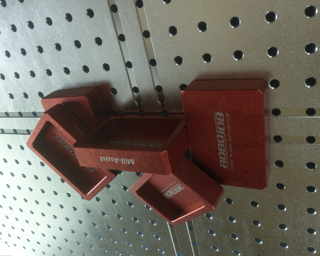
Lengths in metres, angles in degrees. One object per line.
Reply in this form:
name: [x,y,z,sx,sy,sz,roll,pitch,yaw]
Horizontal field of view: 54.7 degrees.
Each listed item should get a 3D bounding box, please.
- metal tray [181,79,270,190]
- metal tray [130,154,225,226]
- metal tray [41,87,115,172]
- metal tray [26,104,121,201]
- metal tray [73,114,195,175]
metal tray: [0.081,0.009,0.369,0.090,0.030,0.129,3,120,26]
metal tray: [0.017,0.086,0.427,0.090,0.030,0.129,39,146,0]
metal tray: [-0.115,0.006,0.470,0.090,0.030,0.129,-1,119,28]
metal tray: [-0.126,0.038,0.455,0.130,0.030,0.090,44,128,-3]
metal tray: [-0.031,0.016,0.393,0.130,0.090,0.030,2,119,27]
